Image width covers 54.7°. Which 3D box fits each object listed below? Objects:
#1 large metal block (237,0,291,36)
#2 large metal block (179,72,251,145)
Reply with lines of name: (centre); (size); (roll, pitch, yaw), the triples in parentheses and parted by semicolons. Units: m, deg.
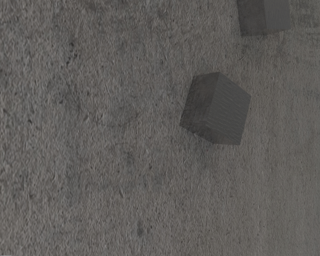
large metal block: (0.181, -0.207, 0.539); (0.081, 0.050, 0.079); (-15, 100, -39)
large metal block: (0.084, -0.026, 0.458); (0.080, 0.050, 0.080); (27, 73, -37)
